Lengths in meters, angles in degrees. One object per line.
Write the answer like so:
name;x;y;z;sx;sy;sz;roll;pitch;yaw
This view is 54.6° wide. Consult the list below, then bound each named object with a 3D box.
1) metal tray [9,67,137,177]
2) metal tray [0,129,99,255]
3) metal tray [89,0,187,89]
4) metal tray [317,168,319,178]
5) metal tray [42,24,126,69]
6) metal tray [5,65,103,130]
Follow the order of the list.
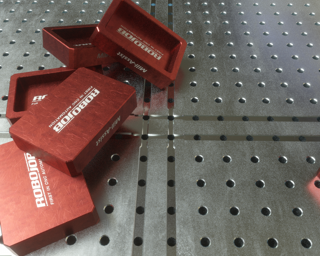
metal tray;-0.099;-0.014;0.376;0.090;0.030;0.130;24;54;18
metal tray;-0.133;0.063;0.351;0.091;0.030;0.130;-20;53;-16
metal tray;-0.027;-0.128;0.462;0.130;0.030;0.090;31;55;-19
metal tray;0.256;0.076;0.342;0.091;0.030;0.130;-19;53;-15
metal tray;-0.102;-0.132;0.484;0.131;0.030;0.090;-20;44;-38
metal tray;-0.143;-0.046;0.442;0.131;0.030;0.090;-10;51;-8
